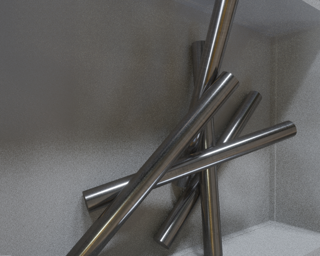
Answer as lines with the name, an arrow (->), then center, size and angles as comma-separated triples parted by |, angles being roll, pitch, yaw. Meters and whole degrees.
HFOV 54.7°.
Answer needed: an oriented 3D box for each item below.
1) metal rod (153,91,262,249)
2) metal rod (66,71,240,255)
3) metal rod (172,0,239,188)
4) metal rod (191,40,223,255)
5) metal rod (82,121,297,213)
metal rod -> 0.085, 0.048, 0.477 | 0.301, 0.025, 0.025 | -51, 120, -28
metal rod -> -0.015, 0.056, 0.337 | 0.300, 0.025, 0.025 | -49, 121, -8
metal rod -> 0.056, -0.058, 0.374 | 0.025, 0.025, 0.298 | -9, 121, -40
metal rod -> 0.065, 0.024, 0.437 | 0.025, 0.025, 0.298 | 4, 81, -40
metal rod -> 0.054, 0.041, 0.395 | 0.302, 0.025, 0.025 | -17, 101, -21
